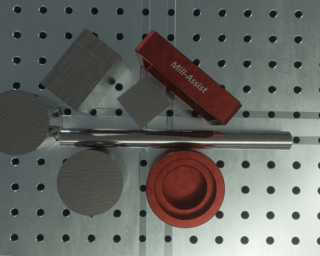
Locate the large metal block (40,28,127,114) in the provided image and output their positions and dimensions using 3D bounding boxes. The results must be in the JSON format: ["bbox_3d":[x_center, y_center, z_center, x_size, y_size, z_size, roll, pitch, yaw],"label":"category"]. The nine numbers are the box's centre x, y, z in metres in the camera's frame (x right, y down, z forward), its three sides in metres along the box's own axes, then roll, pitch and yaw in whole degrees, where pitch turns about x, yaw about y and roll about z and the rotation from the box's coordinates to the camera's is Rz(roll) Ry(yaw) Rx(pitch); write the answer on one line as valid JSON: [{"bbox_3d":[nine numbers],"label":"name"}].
[{"bbox_3d":[-0.089,-0.066,0.385,0.050,0.080,0.080,39,90,-1],"label":"large metal block"}]

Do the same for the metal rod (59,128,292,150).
[{"bbox_3d":[0.021,0.015,0.413,0.302,0.025,0.025,1,90,0],"label":"metal rod"}]

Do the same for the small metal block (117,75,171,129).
[{"bbox_3d":[-0.021,-0.034,0.413,0.050,0.025,0.050,-39,90,0],"label":"small metal block"}]

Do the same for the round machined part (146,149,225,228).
[{"bbox_3d":[0.032,0.076,0.405,0.099,0.042,0.097,0,90,0],"label":"round machined part"}]

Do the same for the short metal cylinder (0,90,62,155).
[{"bbox_3d":[-0.174,-0.007,0.399,0.081,0.050,0.080,0,90,0],"label":"short metal cylinder"}]

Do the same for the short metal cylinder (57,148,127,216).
[{"bbox_3d":[-0.085,0.066,0.400,0.081,0.050,0.080,0,90,0],"label":"short metal cylinder"}]

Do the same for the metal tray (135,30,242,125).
[{"bbox_3d":[0.032,-0.056,0.380,0.130,0.090,0.030,40,90,0],"label":"metal tray"}]
